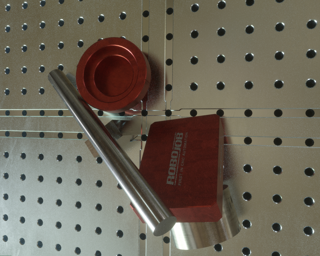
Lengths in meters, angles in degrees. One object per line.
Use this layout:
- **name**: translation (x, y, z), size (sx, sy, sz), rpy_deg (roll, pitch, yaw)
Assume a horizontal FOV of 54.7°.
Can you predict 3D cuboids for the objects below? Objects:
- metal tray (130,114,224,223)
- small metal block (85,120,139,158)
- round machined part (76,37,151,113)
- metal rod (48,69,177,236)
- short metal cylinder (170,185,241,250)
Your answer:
- **metal tray**: translation (0.025, 0.043, 0.356), size (0.090, 0.130, 0.030), rpy_deg (-7, 133, 19)
- **small metal block**: translation (-0.064, 0.014, 0.421), size (0.050, 0.050, 0.025), rpy_deg (-38, 78, 16)
- **round machined part**: translation (-0.059, -0.068, 0.419), size (0.098, 0.042, 0.097), rpy_deg (-1, 84, 14)
- **metal rod**: translation (-0.076, 0.005, 0.373), size (0.025, 0.025, 0.300), rpy_deg (-54, 50, 12)
- **short metal cylinder**: translation (0.049, 0.103, 0.366), size (0.080, 0.080, 0.050), rpy_deg (-18, 85, 19)
